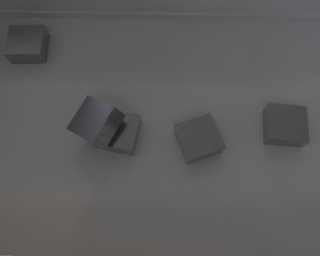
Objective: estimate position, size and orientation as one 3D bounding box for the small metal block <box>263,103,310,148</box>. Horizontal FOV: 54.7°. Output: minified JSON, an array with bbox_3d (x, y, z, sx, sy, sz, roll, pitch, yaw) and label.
[{"bbox_3d":[0.166,-0.003,0.412,0.050,0.025,0.050,5,70,2],"label":"small metal block"}]

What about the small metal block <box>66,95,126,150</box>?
[{"bbox_3d":[-0.079,-0.007,0.384,0.050,0.025,0.050,24,79,34],"label":"small metal block"}]

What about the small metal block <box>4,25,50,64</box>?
[{"bbox_3d":[-0.193,-0.122,0.453,0.050,0.025,0.050,-1,70,-1],"label":"small metal block"}]

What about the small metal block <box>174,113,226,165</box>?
[{"bbox_3d":[0.051,0.014,0.405,0.050,0.025,0.050,-19,71,-7],"label":"small metal block"}]

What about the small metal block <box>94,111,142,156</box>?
[{"bbox_3d":[-0.055,0.005,0.407,0.050,0.025,0.050,11,70,4],"label":"small metal block"}]
